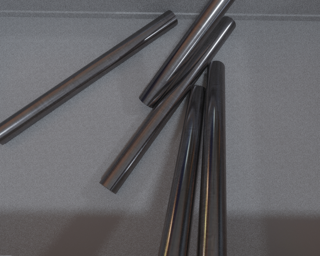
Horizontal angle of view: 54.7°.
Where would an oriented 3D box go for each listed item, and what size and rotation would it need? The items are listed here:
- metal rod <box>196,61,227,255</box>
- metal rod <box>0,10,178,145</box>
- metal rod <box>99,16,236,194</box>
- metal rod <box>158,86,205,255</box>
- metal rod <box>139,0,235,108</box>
[{"bbox_3d":[0.059,0.020,0.339,0.025,0.025,0.300,8,46,3],"label":"metal rod"},{"bbox_3d":[-0.097,-0.078,0.437,0.301,0.025,0.025,-38,75,-13],"label":"metal rod"},{"bbox_3d":[0.019,-0.042,0.424,0.025,0.025,0.300,32,73,11],"label":"metal rod"},{"bbox_3d":[0.027,0.050,0.320,0.025,0.025,0.300,11,43,4],"label":"metal rod"},{"bbox_3d":[0.070,-0.148,0.384,0.025,0.025,0.299,42,106,13],"label":"metal rod"}]
